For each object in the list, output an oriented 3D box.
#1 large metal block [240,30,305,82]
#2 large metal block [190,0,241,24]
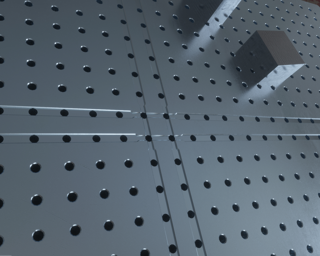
[{"bbox_3d":[0.213,-0.137,0.589,0.081,0.050,0.080,-10,67,-32],"label":"large metal block"},{"bbox_3d":[0.106,-0.257,0.586,0.050,0.080,0.080,-17,71,-35],"label":"large metal block"}]
